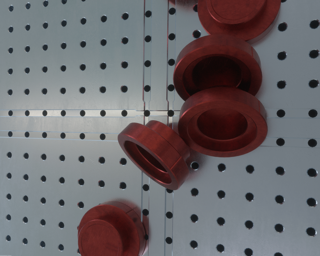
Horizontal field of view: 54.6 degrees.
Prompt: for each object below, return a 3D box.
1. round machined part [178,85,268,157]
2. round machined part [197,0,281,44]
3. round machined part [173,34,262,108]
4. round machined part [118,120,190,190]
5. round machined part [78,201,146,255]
[{"bbox_3d":[0.072,-0.011,0.360,0.098,0.098,0.042,-6,47,20],"label":"round machined part"},{"bbox_3d":[0.093,-0.151,0.371,0.098,0.042,0.097,0,90,20],"label":"round machined part"},{"bbox_3d":[0.067,-0.067,0.361,0.098,0.098,0.042,-7,47,20],"label":"round machined part"},{"bbox_3d":[-0.002,0.028,0.385,0.098,0.098,0.042,36,67,16],"label":"round machined part"},{"bbox_3d":[-0.073,0.155,0.430,0.098,0.042,0.097,0,90,20],"label":"round machined part"}]
